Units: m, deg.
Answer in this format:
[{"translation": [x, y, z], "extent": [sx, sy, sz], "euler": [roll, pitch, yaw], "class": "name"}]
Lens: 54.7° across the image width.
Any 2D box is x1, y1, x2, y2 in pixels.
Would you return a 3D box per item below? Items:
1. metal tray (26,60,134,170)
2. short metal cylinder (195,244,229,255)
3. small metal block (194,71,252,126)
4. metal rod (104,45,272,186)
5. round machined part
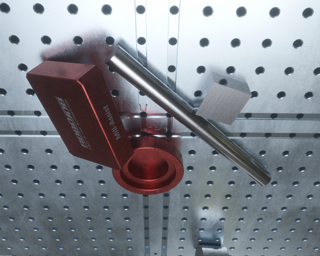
[{"translation": [-0.091, -0.013, 0.366], "extent": [0.090, 0.030, 0.129], "euler": [12, 136, 32], "class": "metal tray"}, {"translation": [0.101, 0.273, 0.609], "extent": [0.050, 0.080, 0.079], "euler": [6, 130, -5], "class": "short metal cylinder"}, {"translation": [0.076, -0.036, 0.382], "extent": [0.050, 0.025, 0.050], "euler": [16, 128, -14], "class": "small metal block"}, {"translation": [0.054, -0.002, 0.410], "extent": [0.301, 0.025, 0.025], "euler": [37, 121, -27], "class": "metal rod"}, {"translation": [-0.016, 0.048, 0.441], "extent": [0.099, 0.042, 0.097], "euler": [0, 130, 0], "class": "round machined part"}]
